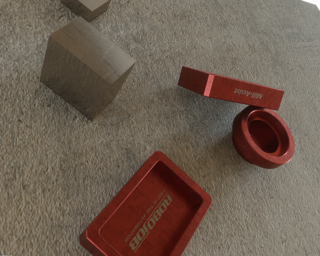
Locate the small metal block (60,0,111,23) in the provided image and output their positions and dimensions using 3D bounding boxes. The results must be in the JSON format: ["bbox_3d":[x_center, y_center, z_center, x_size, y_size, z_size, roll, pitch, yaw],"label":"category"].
[{"bbox_3d":[-0.110,-0.190,0.462,0.050,0.025,0.050,38,51,-3],"label":"small metal block"}]

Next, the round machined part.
[{"bbox_3d":[0.149,0.016,0.466,0.099,0.042,0.098,14,56,-21],"label":"round machined part"}]

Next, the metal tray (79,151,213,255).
[{"bbox_3d":[-0.010,0.098,0.336,0.090,0.030,0.131,42,51,1],"label":"metal tray"}]

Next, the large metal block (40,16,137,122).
[{"bbox_3d":[-0.087,-0.066,0.363,0.080,0.080,0.050,39,51,-3],"label":"large metal block"}]

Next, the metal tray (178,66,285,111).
[{"bbox_3d":[0.104,-0.060,0.460,0.131,0.030,0.090,8,14,-25],"label":"metal tray"}]
